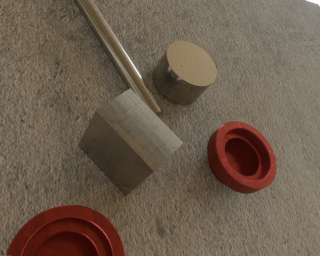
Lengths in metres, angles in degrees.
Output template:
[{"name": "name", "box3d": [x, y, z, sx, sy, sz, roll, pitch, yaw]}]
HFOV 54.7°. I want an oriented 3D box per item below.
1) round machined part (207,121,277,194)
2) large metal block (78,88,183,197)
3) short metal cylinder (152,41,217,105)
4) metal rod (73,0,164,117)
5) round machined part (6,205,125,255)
[{"name": "round machined part", "box3d": [0.106, 0.043, 0.424, 0.099, 0.042, 0.098, 14, 56, -21]}, {"name": "large metal block", "box3d": [-0.035, 0.018, 0.339, 0.080, 0.080, 0.050, 46, 51, 4]}, {"name": "short metal cylinder", "box3d": [0.035, -0.080, 0.456, 0.081, 0.050, 0.080, 14, 56, -21]}, {"name": "metal rod", "box3d": [-0.083, -0.139, 0.444, 0.025, 0.025, 0.299, -22, 74, -36]}, {"name": "round machined part", "box3d": [-0.084, 0.122, 0.273, 0.099, 0.042, 0.098, 14, 56, -21]}]
